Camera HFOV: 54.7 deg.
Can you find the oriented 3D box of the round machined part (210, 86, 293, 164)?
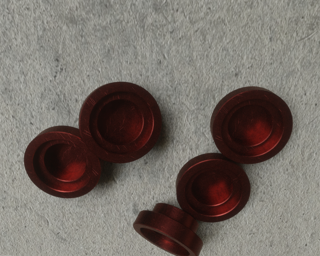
[{"bbox_3d":[0.114,-0.006,0.399,0.099,0.042,0.097,0,110,0],"label":"round machined part"}]

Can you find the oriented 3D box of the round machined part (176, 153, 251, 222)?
[{"bbox_3d":[0.071,0.078,0.430,0.099,0.042,0.097,0,110,0],"label":"round machined part"}]

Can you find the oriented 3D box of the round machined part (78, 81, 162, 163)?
[{"bbox_3d":[-0.051,-0.008,0.386,0.099,0.042,0.097,-2,97,-18],"label":"round machined part"}]

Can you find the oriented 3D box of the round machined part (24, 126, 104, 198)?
[{"bbox_3d":[-0.123,0.041,0.412,0.099,0.042,0.097,1,113,3],"label":"round machined part"}]

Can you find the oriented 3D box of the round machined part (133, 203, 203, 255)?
[{"bbox_3d":[0.015,0.141,0.435,0.098,0.042,0.098,22,149,14],"label":"round machined part"}]
